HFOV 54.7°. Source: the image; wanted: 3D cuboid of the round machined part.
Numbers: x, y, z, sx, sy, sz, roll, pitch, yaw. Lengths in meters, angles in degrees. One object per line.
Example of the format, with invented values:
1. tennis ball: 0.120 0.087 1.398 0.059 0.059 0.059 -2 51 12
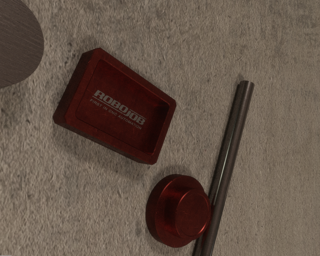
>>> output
1. round machined part: 0.032 0.114 0.423 0.099 0.042 0.097 0 90 -40

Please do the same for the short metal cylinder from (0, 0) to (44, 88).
1. short metal cylinder: -0.149 -0.073 0.264 0.081 0.050 0.079 0 90 -40

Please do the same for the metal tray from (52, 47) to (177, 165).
1. metal tray: -0.046 -0.021 0.364 0.131 0.030 0.090 31 71 -36

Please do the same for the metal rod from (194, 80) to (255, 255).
1. metal rod: 0.105 0.062 0.495 0.025 0.025 0.299 29 72 -37
